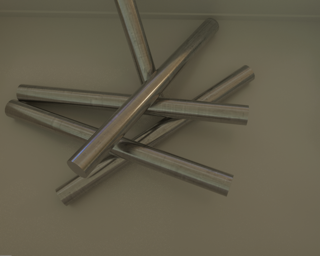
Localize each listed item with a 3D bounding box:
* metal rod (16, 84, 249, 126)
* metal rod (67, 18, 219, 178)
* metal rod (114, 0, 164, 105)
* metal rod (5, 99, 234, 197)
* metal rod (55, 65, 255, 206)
[{"bbox_3d":[-0.041,-0.032,0.402,0.301,0.025,0.025,6,70,9],"label":"metal rod"},{"bbox_3d":[-0.002,-0.057,0.387,0.025,0.025,0.301,32,57,11],"label":"metal rod"},{"bbox_3d":[-0.046,-0.165,0.377,0.025,0.025,0.298,-20,108,-7],"label":"metal rod"},{"bbox_3d":[-0.061,0.018,0.377,0.301,0.025,0.025,18,71,16],"label":"metal rod"},{"bbox_3d":[0.003,0.003,0.408,0.301,0.025,0.025,-34,74,-12],"label":"metal rod"}]
